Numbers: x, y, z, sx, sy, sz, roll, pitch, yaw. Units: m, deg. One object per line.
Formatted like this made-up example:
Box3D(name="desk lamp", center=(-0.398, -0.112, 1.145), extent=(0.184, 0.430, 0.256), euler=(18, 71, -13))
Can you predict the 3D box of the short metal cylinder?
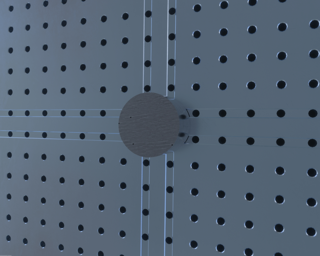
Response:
Box3D(name="short metal cylinder", center=(-0.006, -0.004, 0.402), extent=(0.080, 0.050, 0.080), euler=(0, 90, 20))
